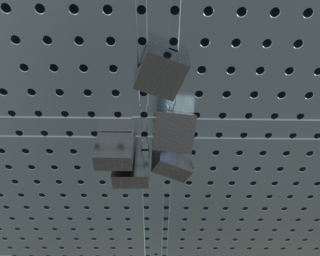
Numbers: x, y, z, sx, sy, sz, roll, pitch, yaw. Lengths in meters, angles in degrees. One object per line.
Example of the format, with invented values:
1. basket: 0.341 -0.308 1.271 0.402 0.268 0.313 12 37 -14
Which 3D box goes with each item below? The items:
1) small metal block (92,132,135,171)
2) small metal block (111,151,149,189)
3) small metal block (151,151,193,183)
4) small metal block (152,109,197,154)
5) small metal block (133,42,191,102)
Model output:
1. small metal block: -0.062 0.031 0.421 0.050 0.050 0.025 1 130 -1
2. small metal block: -0.041 0.059 0.445 0.050 0.050 0.025 0 130 0
3. small metal block: 0.017 0.042 0.430 0.050 0.050 0.025 22 129 -18
4. small metal block: 0.018 0.004 0.401 0.050 0.025 0.050 6 100 -6
5. small metal block: 0.001 -0.064 0.357 0.050 0.025 0.050 16 128 -14
